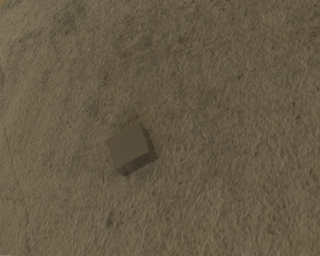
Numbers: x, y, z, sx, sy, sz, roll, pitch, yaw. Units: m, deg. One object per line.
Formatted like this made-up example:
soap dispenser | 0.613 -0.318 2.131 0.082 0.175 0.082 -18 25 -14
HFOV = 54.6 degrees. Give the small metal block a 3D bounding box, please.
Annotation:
small metal block | -0.037 0.028 0.407 0.050 0.025 0.050 -29 52 9
